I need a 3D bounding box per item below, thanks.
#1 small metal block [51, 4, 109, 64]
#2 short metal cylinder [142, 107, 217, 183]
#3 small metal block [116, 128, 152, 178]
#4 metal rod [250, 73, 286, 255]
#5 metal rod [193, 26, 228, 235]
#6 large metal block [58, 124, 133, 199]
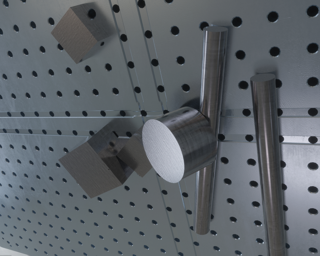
[{"bbox_3d":[-0.102,-0.118,0.392,0.050,0.025,0.050,-32,101,38],"label":"small metal block"},{"bbox_3d":[0.022,0.019,0.375,0.080,0.050,0.079,35,136,42],"label":"short metal cylinder"},{"bbox_3d":[-0.027,0.036,0.448,0.050,0.025,0.050,41,129,0],"label":"small metal block"},{"bbox_3d":[0.139,0.078,0.386,0.025,0.025,0.298,1,119,28],"label":"metal rod"},{"bbox_3d":[0.060,0.026,0.395,0.025,0.025,0.298,12,124,21],"label":"metal rod"},{"bbox_3d":[-0.095,0.053,0.478,0.080,0.050,0.080,-29,103,37],"label":"large metal block"}]
